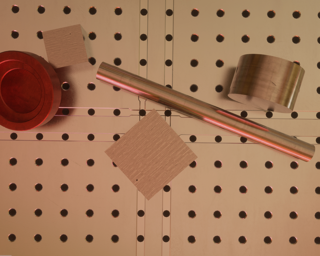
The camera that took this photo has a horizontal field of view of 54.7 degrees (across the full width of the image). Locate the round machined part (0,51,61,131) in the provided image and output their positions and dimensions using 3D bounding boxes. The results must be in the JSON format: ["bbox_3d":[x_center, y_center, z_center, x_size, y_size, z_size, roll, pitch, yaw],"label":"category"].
[{"bbox_3d":[-0.172,-0.048,0.395,0.098,0.042,0.097,2,101,9],"label":"round machined part"}]

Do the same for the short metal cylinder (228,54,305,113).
[{"bbox_3d":[0.132,-0.054,0.388,0.080,0.080,0.050,17,90,-1],"label":"short metal cylinder"}]

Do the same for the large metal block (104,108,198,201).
[{"bbox_3d":[-0.011,0.032,0.401,0.080,0.050,0.080,-41,91,0],"label":"large metal block"}]

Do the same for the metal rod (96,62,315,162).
[{"bbox_3d":[0.061,-0.021,0.414,0.301,0.025,0.025,22,90,-1],"label":"metal rod"}]

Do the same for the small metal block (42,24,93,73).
[{"bbox_3d":[-0.122,-0.105,0.412,0.050,0.025,0.050,-12,90,-1],"label":"small metal block"}]
